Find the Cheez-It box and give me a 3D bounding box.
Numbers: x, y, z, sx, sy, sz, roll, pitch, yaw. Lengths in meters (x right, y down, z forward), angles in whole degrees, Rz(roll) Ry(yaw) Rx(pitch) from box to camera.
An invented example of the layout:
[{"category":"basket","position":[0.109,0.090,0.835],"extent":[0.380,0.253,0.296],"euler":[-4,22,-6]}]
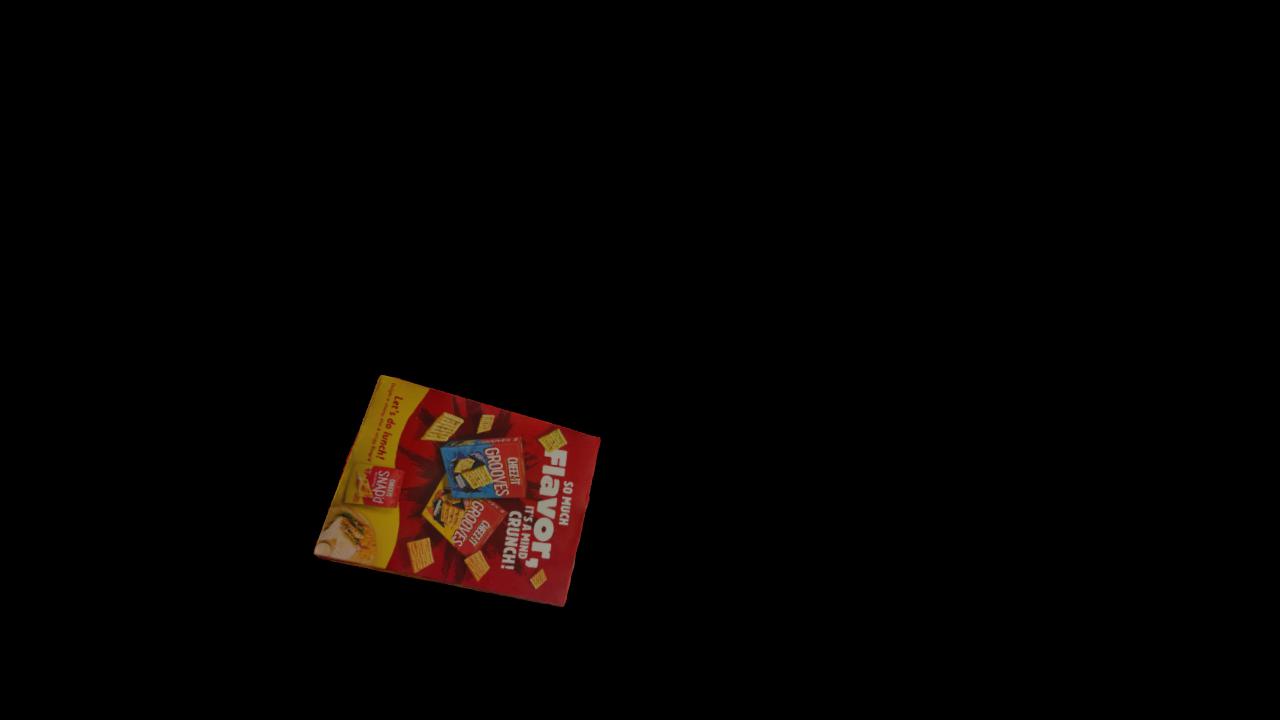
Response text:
[{"category":"Cheez-It box","position":[-0.163,0.127,0.586],"extent":[0.223,0.166,0.071],"euler":[17,-23,-15]}]
